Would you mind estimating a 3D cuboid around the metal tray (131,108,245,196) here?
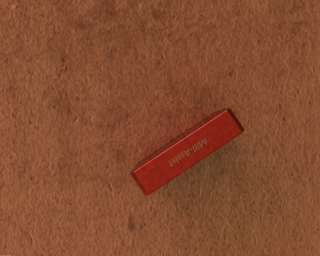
[{"bbox_3d":[0.030,0.026,0.377,0.130,0.090,0.030,-34,90,0],"label":"metal tray"}]
